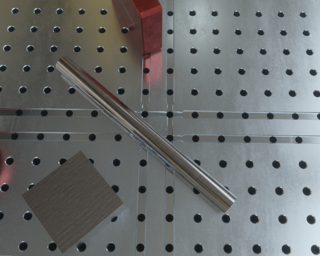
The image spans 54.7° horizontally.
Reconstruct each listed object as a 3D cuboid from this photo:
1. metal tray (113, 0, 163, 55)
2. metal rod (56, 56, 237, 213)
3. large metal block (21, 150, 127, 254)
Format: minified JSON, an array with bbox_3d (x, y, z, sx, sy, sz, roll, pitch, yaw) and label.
[{"bbox_3d":[-0.039,-0.182,0.443,0.030,0.090,0.130,-25,72,-9],"label":"metal tray"},{"bbox_3d":[-0.027,0.001,0.411,0.300,0.025,0.025,40,75,13],"label":"metal rod"},{"bbox_3d":[-0.097,0.087,0.366,0.080,0.050,0.080,-39,75,-13],"label":"large metal block"}]
